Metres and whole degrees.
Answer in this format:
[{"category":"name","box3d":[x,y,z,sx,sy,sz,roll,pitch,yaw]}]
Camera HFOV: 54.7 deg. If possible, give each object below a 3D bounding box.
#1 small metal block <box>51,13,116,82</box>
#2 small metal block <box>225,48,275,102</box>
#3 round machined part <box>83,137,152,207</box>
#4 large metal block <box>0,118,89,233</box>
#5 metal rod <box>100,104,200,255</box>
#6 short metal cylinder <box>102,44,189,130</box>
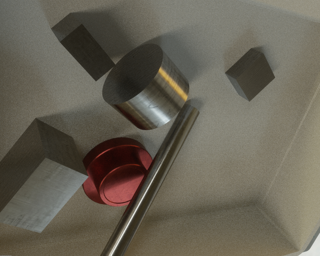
[{"category":"small metal block","box3d":[-0.075,-0.080,0.303,0.025,0.050,0.050,-41,130,-1]},{"category":"small metal block","box3d":[0.127,-0.074,0.435,0.050,0.025,0.050,-44,130,2]},{"category":"round machined part","box3d":[-0.053,0.065,0.410,0.099,0.042,0.097,-14,124,-21]},{"category":"large metal block","box3d":[-0.131,0.049,0.332,0.080,0.080,0.050,-49,129,6]},{"category":"metal rod","box3d":[-0.028,0.100,0.378,0.025,0.025,0.300,43,68,-39]},{"category":"short metal cylinder","box3d":[-0.016,-0.045,0.338,0.080,0.080,0.050,-45,130,3]}]
